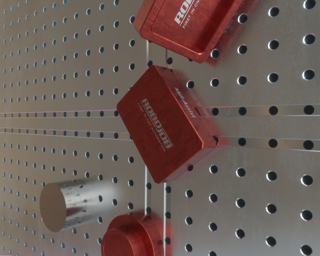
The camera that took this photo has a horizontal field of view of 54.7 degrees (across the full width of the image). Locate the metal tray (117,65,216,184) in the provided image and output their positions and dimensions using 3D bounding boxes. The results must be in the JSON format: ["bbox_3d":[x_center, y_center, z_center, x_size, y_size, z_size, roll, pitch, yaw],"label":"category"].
[{"bbox_3d":[0.003,-0.005,0.404,0.090,0.030,0.130,-44,64,31],"label":"metal tray"}]

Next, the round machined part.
[{"bbox_3d":[-0.045,0.172,0.436,0.098,0.042,0.097,0,90,40],"label":"round machined part"}]

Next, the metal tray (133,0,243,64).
[{"bbox_3d":[0.040,-0.144,0.330,0.129,0.091,0.030,-59,33,23],"label":"metal tray"}]

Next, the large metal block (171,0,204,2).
[{"bbox_3d":[0.022,-0.201,0.375,0.080,0.050,0.079,23,105,37],"label":"large metal block"}]

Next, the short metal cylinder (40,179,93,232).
[{"bbox_3d":[-0.160,0.130,0.525,0.080,0.050,0.079,0,90,40],"label":"short metal cylinder"}]
